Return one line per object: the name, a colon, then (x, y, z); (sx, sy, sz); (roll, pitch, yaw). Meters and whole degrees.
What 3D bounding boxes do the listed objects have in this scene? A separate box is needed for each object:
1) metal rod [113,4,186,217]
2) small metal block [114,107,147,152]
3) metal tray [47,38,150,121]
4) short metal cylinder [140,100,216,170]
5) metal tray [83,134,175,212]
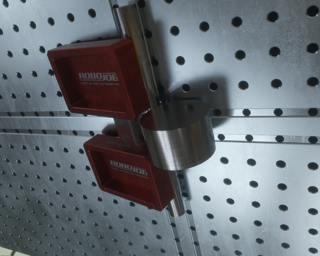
metal rod: (-0.007, -0.004, 0.407); (0.025, 0.025, 0.298); (0, 119, 28)
small metal block: (-0.037, -0.002, 0.411); (0.050, 0.025, 0.050); (26, 136, 53)
metal tray: (-0.080, -0.061, 0.390); (0.130, 0.030, 0.089); (8, 123, 39)
short metal cylinder: (0.022, 0.006, 0.363); (0.080, 0.080, 0.050); (0, 119, 28)
metal tray: (-0.047, 0.061, 0.448); (0.130, 0.030, 0.089); (8, 123, 38)
